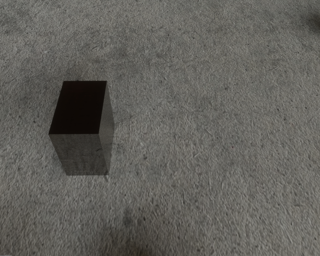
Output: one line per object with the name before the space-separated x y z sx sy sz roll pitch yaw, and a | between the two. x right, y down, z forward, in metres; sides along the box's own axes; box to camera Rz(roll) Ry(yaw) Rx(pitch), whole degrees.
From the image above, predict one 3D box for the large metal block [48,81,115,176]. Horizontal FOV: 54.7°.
large metal block | -0.087 0.001 0.366 0.050 0.080 0.080 0 50 0
